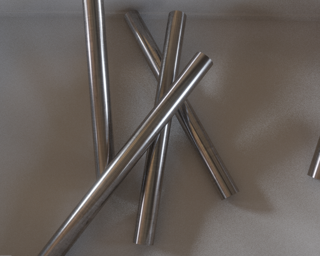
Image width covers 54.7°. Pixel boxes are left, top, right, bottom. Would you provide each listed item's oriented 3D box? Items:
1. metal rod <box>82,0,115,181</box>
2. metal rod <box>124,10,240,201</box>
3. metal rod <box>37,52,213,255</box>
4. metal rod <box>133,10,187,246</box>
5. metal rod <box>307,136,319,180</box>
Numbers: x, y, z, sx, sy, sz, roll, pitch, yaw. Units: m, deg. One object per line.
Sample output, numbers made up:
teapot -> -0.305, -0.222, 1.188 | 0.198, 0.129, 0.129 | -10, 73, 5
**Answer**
metal rod -> -0.075, -0.076, 0.373 | 0.025, 0.025, 0.298 | -4, 95, -1
metal rod -> 0.022, -0.043, 0.425 | 0.025, 0.025, 0.299 | -24, 72, -9
metal rod -> -0.037, 0.034, 0.362 | 0.025, 0.025, 0.300 | 37, 85, 12
metal rod -> 0.002, -0.010, 0.393 | 0.025, 0.025, 0.299 | 8, 77, 3
metal rod -> 0.238, -0.080, 0.375 | 0.025, 0.025, 0.298 | 16, 96, 5
